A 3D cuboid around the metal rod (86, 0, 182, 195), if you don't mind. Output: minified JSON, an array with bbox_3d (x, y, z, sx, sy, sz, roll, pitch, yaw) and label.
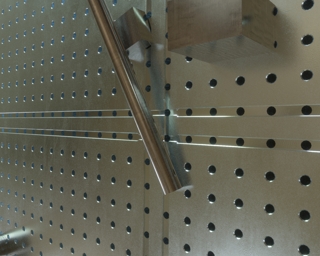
[{"bbox_3d":[-0.040,-0.056,0.416,0.025,0.025,0.299,-29,80,36],"label":"metal rod"}]

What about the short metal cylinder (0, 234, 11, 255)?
[{"bbox_3d":[-0.384,0.289,0.705,0.080,0.050,0.079,0,90,39],"label":"short metal cylinder"}]

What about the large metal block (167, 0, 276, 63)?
[{"bbox_3d":[0.064,-0.104,0.319,0.080,0.081,0.050,-1,90,39],"label":"large metal block"}]

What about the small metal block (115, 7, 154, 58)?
[{"bbox_3d":[-0.041,-0.134,0.441,0.050,0.025,0.050,-24,75,37],"label":"small metal block"}]
